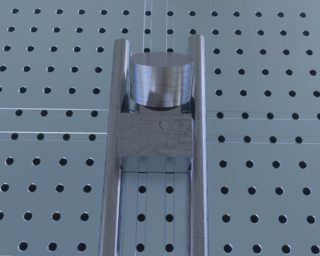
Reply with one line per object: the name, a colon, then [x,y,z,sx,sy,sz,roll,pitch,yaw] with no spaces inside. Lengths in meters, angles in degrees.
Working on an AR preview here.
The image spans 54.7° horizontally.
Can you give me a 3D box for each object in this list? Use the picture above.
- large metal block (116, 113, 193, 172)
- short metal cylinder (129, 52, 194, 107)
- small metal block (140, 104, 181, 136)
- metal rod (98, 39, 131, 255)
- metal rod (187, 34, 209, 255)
large metal block: [-0.005,0.020,0.372,0.081,0.080,0.050,1,70,0]
short metal cylinder: [0.001,-0.065,0.399,0.081,0.050,0.080,1,26,0]
small metal block: [0.000,-0.009,0.402,0.050,0.050,0.025,1,70,0]
metal rod: [-0.057,0.016,0.405,0.025,0.025,0.299,1,70,0]
metal rod: [0.049,0.009,0.409,0.025,0.025,0.299,2,70,0]
